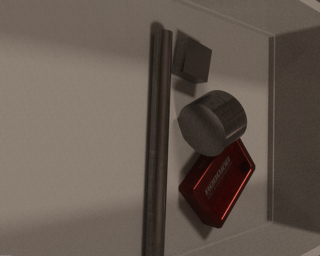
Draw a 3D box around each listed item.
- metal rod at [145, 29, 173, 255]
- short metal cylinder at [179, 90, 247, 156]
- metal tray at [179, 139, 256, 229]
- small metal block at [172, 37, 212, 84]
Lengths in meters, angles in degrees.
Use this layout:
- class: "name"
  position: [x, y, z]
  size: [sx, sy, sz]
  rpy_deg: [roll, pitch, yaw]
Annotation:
- class: "metal rod"
  position: [-0.001, 0.022, 0.407]
  size: [0.025, 0.025, 0.298]
  rpy_deg: [4, 88, -40]
- class: "short metal cylinder"
  position: [0.073, -0.007, 0.435]
  size: [0.050, 0.080, 0.080]
  rpy_deg: [-32, 110, -36]
- class: "metal tray"
  position: [0.094, 0.077, 0.485]
  size: [0.130, 0.030, 0.090]
  rpy_deg: [-50, 120, -29]
- class: "small metal block"
  position: [0.046, -0.096, 0.447]
  size: [0.050, 0.025, 0.050]
  rpy_deg: [16, 80, -39]
